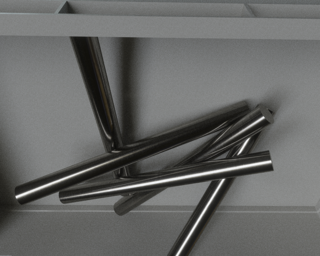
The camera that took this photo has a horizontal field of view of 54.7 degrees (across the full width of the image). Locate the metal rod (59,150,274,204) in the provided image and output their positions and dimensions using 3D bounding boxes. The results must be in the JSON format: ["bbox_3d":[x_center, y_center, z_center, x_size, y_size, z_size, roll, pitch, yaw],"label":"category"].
[{"bbox_3d":[-0.006,0.070,0.416,0.301,0.025,0.025,-13,130,20],"label":"metal rod"}]

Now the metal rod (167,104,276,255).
[{"bbox_3d":[0.064,0.105,0.417,0.025,0.025,0.299,25,100,-20],"label":"metal rod"}]

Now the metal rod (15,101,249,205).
[{"bbox_3d":[-0.032,0.030,0.388,0.301,0.025,0.025,-21,129,-2],"label":"metal rod"}]

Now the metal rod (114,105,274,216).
[{"bbox_3d":[0.027,0.060,0.438,0.025,0.025,0.299,32,130,-24],"label":"metal rod"}]

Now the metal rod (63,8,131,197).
[{"bbox_3d":[-0.063,0.000,0.380,0.025,0.025,0.298,-3,139,2],"label":"metal rod"}]
